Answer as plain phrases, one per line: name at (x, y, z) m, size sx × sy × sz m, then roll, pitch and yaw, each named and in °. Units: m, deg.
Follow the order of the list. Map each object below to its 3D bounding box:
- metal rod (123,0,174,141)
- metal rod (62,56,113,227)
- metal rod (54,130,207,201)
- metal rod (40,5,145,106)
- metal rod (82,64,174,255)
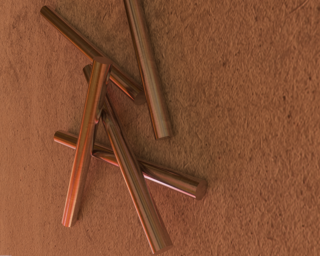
metal rod at (-0.028, -0.130, 0.428) m, size 0.025 × 0.025 × 0.299 m, roll -22°, pitch 76°, yaw 38°
metal rod at (-0.115, 0.038, 0.465) m, size 0.025 × 0.025 × 0.298 m, roll 39°, pitch 124°, yaw 33°
metal rod at (-0.065, 0.044, 0.458) m, size 0.300 × 0.025 × 0.025 m, roll 14°, pitch 99°, yaw 39°
metal rod at (-0.119, -0.129, 0.502) m, size 0.300 × 0.025 × 0.025 m, roll 43°, pitch 116°, yaw 31°
metal rod at (-0.054, 0.022, 0.423) m, size 0.025 × 0.025 × 0.299 m, roll -46°, pitch 54°, yaw 30°
